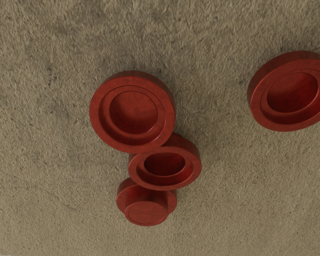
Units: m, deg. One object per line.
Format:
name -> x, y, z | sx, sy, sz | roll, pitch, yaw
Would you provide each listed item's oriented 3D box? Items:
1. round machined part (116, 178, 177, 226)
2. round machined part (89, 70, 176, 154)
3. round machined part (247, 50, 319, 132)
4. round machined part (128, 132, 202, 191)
round machined part -> -0.021, 0.122, 0.500 | 0.099, 0.042, 0.097 | 0, 130, 0
round machined part -> -0.030, -0.021, 0.368 | 0.099, 0.042, 0.097 | 2, 117, 5
round machined part -> 0.150, -0.045, 0.359 | 0.099, 0.042, 0.097 | 0, 130, 0
round machined part -> 0.006, 0.042, 0.428 | 0.099, 0.042, 0.097 | -2, 136, -1
